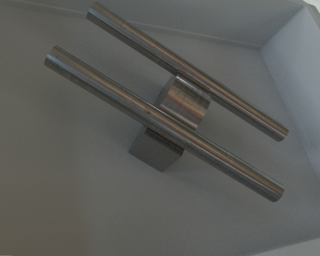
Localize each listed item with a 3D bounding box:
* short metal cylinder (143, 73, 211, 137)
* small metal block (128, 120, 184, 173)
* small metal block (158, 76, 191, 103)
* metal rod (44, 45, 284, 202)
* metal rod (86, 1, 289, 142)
[{"bbox_3d":[0.021,-0.023,0.395,0.050,0.080,0.080,32,51,-8],"label":"short metal cylinder"},{"bbox_3d":[-0.003,0.022,0.374,0.050,0.050,0.025,32,52,-8],"label":"small metal block"},{"bbox_3d":[0.033,-0.053,0.439,0.050,0.050,0.025,32,52,-8],"label":"small metal block"},{"bbox_3d":[0.012,0.001,0.349,0.301,0.025,0.025,31,52,-8],"label":"metal rod"},{"bbox_3d":[0.042,-0.069,0.406,0.301,0.025,0.025,31,52,-8],"label":"metal rod"}]
